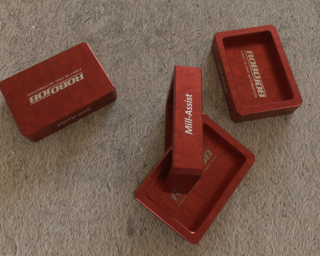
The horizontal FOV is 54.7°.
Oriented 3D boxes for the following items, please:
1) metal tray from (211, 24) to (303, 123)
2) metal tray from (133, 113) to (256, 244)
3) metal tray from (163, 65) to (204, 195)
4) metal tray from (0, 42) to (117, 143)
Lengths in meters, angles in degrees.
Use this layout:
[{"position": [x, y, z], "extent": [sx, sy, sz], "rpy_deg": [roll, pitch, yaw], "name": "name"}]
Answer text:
[{"position": [0.132, -0.078, 0.434], "extent": [0.091, 0.030, 0.130], "rpy_deg": [-10, 70, -4], "name": "metal tray"}, {"position": [0.042, 0.058, 0.373], "extent": [0.090, 0.030, 0.130], "rpy_deg": [40, 74, -1], "name": "metal tray"}, {"position": [0.025, 0.004, 0.363], "extent": [0.030, 0.090, 0.130], "rpy_deg": [5, 64, -5], "name": "metal tray"}, {"position": [-0.137, -0.050, 0.423], "extent": [0.131, 0.030, 0.090], "rpy_deg": [-29, 73, -10], "name": "metal tray"}]
